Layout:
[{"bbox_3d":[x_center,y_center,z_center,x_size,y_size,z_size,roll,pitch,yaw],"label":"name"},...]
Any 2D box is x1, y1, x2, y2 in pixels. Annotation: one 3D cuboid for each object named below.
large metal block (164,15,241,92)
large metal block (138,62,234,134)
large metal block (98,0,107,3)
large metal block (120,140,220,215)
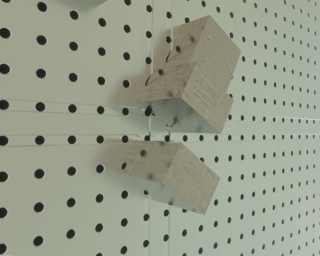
[{"bbox_3d":[0.063,-0.098,0.444,0.080,0.050,0.080,35,68,-34],"label":"large metal block"},{"bbox_3d":[0.033,-0.035,0.400,0.080,0.080,0.050,38,67,-34],"label":"large metal block"},{"bbox_3d":[-0.075,-0.196,0.329,0.080,0.050,0.080,18,79,-39],"label":"large metal block"},{"bbox_3d":[0.013,0.059,0.383,0.080,0.080,0.050,42,65,-32],"label":"large metal block"}]
